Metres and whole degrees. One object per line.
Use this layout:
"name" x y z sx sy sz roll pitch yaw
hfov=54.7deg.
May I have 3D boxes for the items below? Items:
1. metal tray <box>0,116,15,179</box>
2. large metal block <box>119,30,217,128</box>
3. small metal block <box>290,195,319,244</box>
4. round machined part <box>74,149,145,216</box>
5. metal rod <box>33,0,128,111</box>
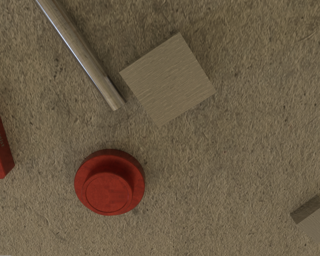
"metal tray" -0.257 0.007 0.407 0.091 0.030 0.129 -6 110 2
"large metal block" 0.010 -0.060 0.374 0.080 0.050 0.080 -32 107 11
"small metal block" 0.234 0.137 0.463 0.050 0.025 0.050 -43 105 14
"round machined part" -0.070 0.082 0.430 0.099 0.042 0.097 0 110 0
"metal rod" -0.131 -0.148 0.354 0.025 0.025 0.299 -30 108 10
